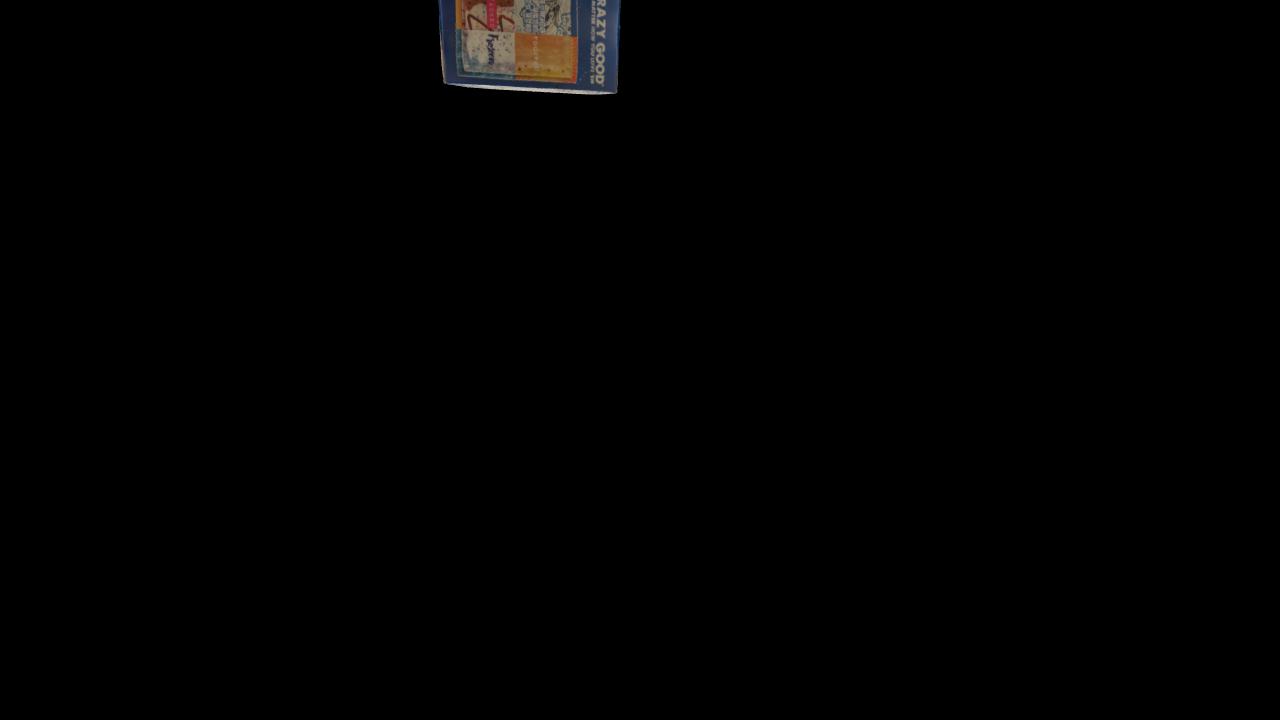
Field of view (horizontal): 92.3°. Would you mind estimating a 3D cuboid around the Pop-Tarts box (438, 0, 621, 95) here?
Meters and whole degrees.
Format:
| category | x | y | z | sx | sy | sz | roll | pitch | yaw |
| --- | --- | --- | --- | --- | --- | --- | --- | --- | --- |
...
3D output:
| category | x | y | z | sx | sy | sz | roll | pitch | yaw |
| --- | --- | --- | --- | --- | --- | --- | --- | --- | --- |
| Pop-Tarts box | -0.096 | -0.286 | 0.552 | 0.141 | 0.083 | 0.167 | 0 | 23 | -8 |
